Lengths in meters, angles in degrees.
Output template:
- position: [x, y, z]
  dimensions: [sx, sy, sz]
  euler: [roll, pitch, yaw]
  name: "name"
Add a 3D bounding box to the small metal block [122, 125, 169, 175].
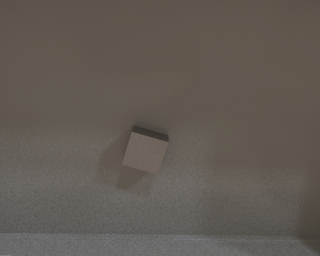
- position: [-0.020, 0.030, 0.422]
  dimensions: [0.050, 0.025, 0.050]
  euler: [16, 109, -6]
  name: "small metal block"
